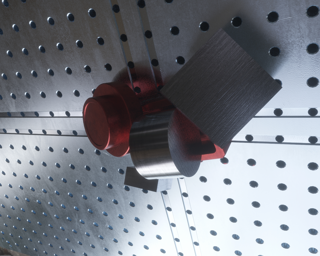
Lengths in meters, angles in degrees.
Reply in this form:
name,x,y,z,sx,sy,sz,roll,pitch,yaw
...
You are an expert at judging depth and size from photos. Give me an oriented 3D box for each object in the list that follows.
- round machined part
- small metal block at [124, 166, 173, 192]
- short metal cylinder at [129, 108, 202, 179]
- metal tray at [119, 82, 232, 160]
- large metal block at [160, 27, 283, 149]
name,x,y,z,sx,sy,sz,roll,pitch,yaw
round machined part,-0.065,-0.009,0.400,0.098,0.042,0.097,21,119,46
small metal block,-0.015,0.071,0.439,0.050,0.050,0.025,8,88,25
short metal cylinder,0.009,0.019,0.362,0.050,0.080,0.080,-10,114,31
metal tray,0.014,0.001,0.398,0.130,0.030,0.090,-12,113,33
large metal block,0.057,-0.038,0.311,0.080,0.050,0.080,43,92,-3
